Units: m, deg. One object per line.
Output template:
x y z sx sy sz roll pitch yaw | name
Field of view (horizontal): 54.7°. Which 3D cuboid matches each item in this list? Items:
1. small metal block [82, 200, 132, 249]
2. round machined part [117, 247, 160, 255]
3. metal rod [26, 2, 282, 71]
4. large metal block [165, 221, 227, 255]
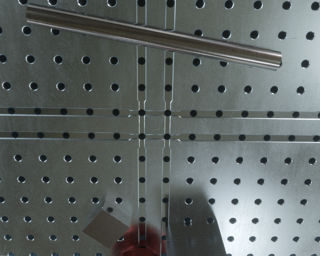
-0.079 0.145 0.466 0.050 0.025 0.050 38 105 -13 | small metal block
-0.034 0.230 0.489 0.099 0.042 0.097 0 110 -1 | round machined part
-0.003 -0.108 0.373 0.302 0.025 0.025 10 110 -4 | metal rod
0.050 0.183 0.453 0.081 0.080 0.050 -3 110 1 | large metal block
